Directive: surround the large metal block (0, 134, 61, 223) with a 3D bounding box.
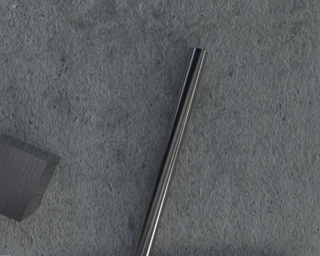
[{"bbox_3d":[-0.188,0.061,0.395,0.080,0.050,0.080,24,90,-1],"label":"large metal block"}]

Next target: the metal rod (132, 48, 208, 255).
[{"bbox_3d":[0.011,0.042,0.410,0.025,0.025,0.298,16,90,-1],"label":"metal rod"}]
